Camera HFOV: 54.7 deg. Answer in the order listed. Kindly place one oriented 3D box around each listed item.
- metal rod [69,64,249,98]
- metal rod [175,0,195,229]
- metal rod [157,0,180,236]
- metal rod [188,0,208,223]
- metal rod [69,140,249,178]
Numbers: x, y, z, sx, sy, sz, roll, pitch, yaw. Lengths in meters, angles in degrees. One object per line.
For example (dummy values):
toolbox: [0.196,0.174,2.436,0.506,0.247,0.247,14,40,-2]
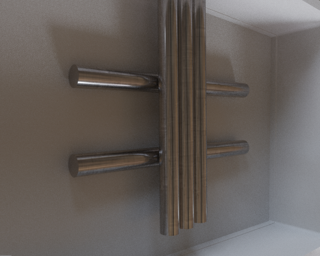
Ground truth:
metal rod: [0.024,-0.059,0.425,0.302,0.025,0.025,-2,92,-40]
metal rod: [0.031,-0.023,0.396,0.025,0.025,0.298,-1,91,-40]
metal rod: [0.011,-0.021,0.380,0.025,0.025,0.298,-1,91,-40]
metal rod: [0.049,-0.026,0.412,0.025,0.025,0.298,-1,91,-40]
metal rod: [0.024,0.036,0.425,0.302,0.025,0.025,-2,91,-40]
